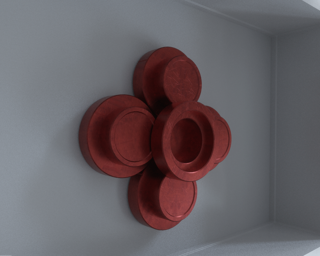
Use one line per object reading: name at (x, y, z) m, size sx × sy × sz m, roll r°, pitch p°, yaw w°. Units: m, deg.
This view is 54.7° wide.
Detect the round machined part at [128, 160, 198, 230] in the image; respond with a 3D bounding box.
round machined part at (0.010, 0.083, 0.402) m, size 0.099 × 0.042 × 0.097 m, roll 2°, pitch 87°, yaw -41°

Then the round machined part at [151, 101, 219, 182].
round machined part at (0.027, 0.016, 0.388) m, size 0.099 × 0.042 × 0.097 m, roll 0°, pitch 90°, yaw -40°

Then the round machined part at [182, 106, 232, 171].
round machined part at (0.066, 0.016, 0.448) m, size 0.099 × 0.042 × 0.097 m, roll 0°, pitch 90°, yaw -40°

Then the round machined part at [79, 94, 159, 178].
round machined part at (-0.039, 0.010, 0.359) m, size 0.099 × 0.042 × 0.097 m, roll 0°, pitch 90°, yaw -40°

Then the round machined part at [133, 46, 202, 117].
round machined part at (0.017, -0.058, 0.405) m, size 0.099 × 0.042 × 0.097 m, roll 0°, pitch 90°, yaw -40°
